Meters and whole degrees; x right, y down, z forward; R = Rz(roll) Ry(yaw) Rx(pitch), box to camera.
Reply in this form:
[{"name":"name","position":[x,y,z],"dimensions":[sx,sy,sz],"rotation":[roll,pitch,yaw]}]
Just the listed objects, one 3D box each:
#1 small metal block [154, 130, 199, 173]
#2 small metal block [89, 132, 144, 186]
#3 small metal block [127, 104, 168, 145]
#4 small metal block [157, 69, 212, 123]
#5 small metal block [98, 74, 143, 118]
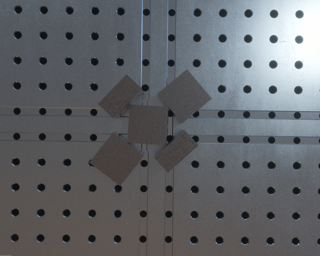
[{"name":"small metal block","position":[0.020,0.028,0.401],"dimensions":[0.050,0.050,0.025],"rotation":[-42,90,0]},{"name":"small metal block","position":[-0.056,0.040,0.413],"dimensions":[0.050,0.025,0.050],"rotation":[38,89,-1]},{"name":"small metal block","position":[-0.015,-0.004,0.413],"dimensions":[0.050,0.025,0.050],"rotation":[4,89,1]},{"name":"small metal block","position":[0.032,-0.041,0.413],"dimensions":[0.050,0.025,0.050],"rotation":[-40,90,0]},{"name":"small metal block","position":[-0.049,-0.039,0.400],"dimensions":[0.025,0.050,0.050],"rotation":[44,91,-1]}]
